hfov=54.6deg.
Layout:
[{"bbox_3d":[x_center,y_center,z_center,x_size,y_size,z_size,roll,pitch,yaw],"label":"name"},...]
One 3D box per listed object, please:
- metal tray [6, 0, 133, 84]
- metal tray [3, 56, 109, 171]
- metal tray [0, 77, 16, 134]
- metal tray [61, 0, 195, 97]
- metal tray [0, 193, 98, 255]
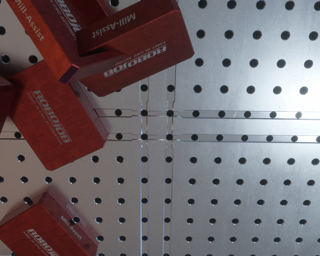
[{"bbox_3d":[-0.095,-0.116,0.316,0.030,0.091,0.130,-32,91,41],"label":"metal tray"},{"bbox_3d":[-0.138,-0.018,0.403,0.090,0.030,0.130,-25,108,8],"label":"metal tray"},{"bbox_3d":[-0.246,-0.041,0.371,0.130,0.030,0.090,31,108,9],"label":"metal tray"},{"bbox_3d":[-0.033,-0.088,0.347,0.130,0.090,0.030,-23,68,8],"label":"metal tray"},{"bbox_3d":[-0.171,0.172,0.473,0.090,0.030,0.130,-32,107,11],"label":"metal tray"}]
